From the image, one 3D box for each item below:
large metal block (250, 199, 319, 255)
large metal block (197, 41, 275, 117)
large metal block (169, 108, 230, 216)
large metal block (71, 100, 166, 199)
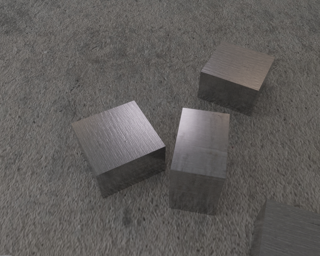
[{"bbox_3d":[0.128,0.123,0.284,0.080,0.050,0.080,15,52,12],"label":"large metal block"},{"bbox_3d":[0.110,-0.073,0.449,0.080,0.050,0.080,23,54,18],"label":"large metal block"},{"bbox_3d":[0.042,0.037,0.336,0.050,0.080,0.080,8,51,7],"label":"large metal block"},{"bbox_3d":[-0.048,0.023,0.367,0.081,0.050,0.080,-22,54,-18],"label":"large metal block"}]
